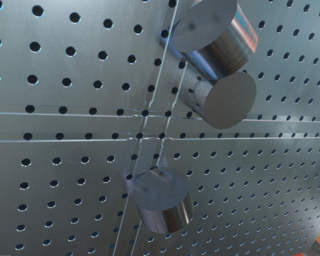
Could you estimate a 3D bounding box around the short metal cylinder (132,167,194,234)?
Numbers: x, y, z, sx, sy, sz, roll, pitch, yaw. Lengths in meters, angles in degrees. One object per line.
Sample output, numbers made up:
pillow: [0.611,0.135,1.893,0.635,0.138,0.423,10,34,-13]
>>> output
short metal cylinder: [0.006,0.102,0.444,0.081,0.080,0.050,-24,128,-14]

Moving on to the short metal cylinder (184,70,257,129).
short metal cylinder: [0.080,-0.045,0.413,0.081,0.050,0.079,-14,125,-21]

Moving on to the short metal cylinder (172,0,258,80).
short metal cylinder: [0.061,-0.102,0.348,0.080,0.080,0.050,-48,129,5]
